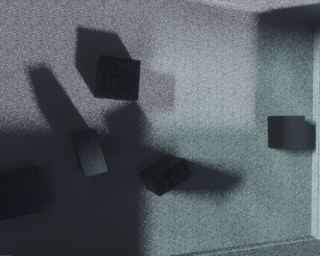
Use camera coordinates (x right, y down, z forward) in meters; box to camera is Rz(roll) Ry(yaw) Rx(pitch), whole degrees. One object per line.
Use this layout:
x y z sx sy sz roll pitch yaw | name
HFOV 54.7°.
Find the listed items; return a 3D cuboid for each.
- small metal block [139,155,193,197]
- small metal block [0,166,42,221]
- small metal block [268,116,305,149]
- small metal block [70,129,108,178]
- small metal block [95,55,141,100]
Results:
0.007 0.060 0.401 0.050 0.050 0.025 -29 100 -18 | small metal block
-0.164 0.073 0.350 0.050 0.025 0.050 -8 93 -20 | small metal block
0.198 0.006 0.486 0.050 0.025 0.050 -1 91 -21 | small metal block
-0.085 0.028 0.366 0.025 0.050 0.050 -16 96 -20 | small metal block
-0.054 -0.062 0.391 0.050 0.025 0.050 4 89 -20 | small metal block
